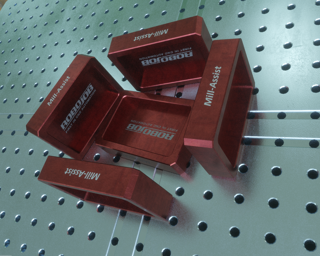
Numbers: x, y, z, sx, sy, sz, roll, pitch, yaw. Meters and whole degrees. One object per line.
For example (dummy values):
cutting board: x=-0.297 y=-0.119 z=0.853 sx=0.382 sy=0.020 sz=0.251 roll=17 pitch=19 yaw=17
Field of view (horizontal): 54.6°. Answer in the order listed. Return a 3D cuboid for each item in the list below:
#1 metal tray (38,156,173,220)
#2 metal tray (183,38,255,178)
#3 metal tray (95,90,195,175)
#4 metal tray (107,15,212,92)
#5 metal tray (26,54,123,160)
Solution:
metal tray: x=-0.062 y=0.069 z=0.358 sx=0.130 sy=0.090 sz=0.030 roll=4 pitch=64 yaw=30
metal tray: x=0.071 y=-0.021 z=0.342 sx=0.030 sy=0.090 sz=0.130 roll=5 pitch=64 yaw=30
metal tray: x=-0.014 y=0.001 z=0.412 sx=0.130 sy=0.030 sz=0.090 roll=12 pitch=68 yaw=33
metal tray: x=0.007 y=-0.094 z=0.421 sx=0.130 sy=0.090 sz=0.030 roll=-6 pitch=59 yaw=25
metal tray: x=-0.115 y=-0.028 z=0.446 sx=0.030 sy=0.090 sz=0.130 roll=20 pitch=72 yaw=36
